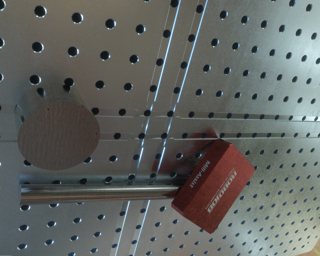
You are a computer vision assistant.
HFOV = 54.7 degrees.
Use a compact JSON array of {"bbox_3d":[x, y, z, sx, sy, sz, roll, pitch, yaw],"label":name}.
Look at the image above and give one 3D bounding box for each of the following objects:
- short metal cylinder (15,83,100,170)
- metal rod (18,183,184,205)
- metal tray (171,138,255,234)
[{"bbox_3d":[-0.111,-0.002,0.334,0.081,0.050,0.079,-14,124,-21],"label":"short metal cylinder"},{"bbox_3d":[-0.038,0.092,0.447,0.302,0.025,0.025,6,116,-31],"label":"metal rod"},{"bbox_3d":[0.087,0.093,0.491,0.090,0.030,0.130,42,80,-37],"label":"metal tray"}]
